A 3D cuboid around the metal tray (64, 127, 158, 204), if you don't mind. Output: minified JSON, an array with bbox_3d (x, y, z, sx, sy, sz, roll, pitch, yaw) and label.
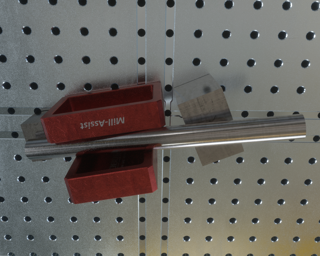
[{"bbox_3d":[-0.050,0.036,0.370,0.091,0.130,0.030,-9,111,3],"label":"metal tray"}]

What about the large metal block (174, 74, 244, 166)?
[{"bbox_3d":[0.057,-0.013,0.379,0.050,0.080,0.080,-21,109,7],"label":"large metal block"}]

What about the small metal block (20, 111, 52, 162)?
[{"bbox_3d":[-0.151,0.009,0.401,0.025,0.050,0.050,-8,110,2],"label":"small metal block"}]

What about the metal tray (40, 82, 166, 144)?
[{"bbox_3d":[-0.061,-0.021,0.369,0.131,0.090,0.030,-8,111,2],"label":"metal tray"}]

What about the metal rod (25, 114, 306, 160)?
[{"bbox_3d":[-0.005,0.012,0.337,0.301,0.025,0.025,-5,111,11],"label":"metal rod"}]
